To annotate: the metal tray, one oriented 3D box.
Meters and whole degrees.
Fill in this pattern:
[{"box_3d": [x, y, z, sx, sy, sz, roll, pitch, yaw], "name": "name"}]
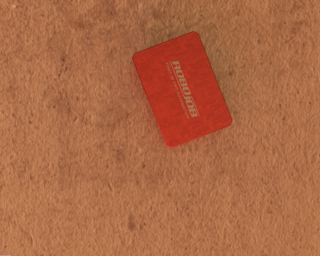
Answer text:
[{"box_3d": [0.028, -0.049, 0.408, 0.090, 0.030, 0.129, -21, 90, -1], "name": "metal tray"}]
